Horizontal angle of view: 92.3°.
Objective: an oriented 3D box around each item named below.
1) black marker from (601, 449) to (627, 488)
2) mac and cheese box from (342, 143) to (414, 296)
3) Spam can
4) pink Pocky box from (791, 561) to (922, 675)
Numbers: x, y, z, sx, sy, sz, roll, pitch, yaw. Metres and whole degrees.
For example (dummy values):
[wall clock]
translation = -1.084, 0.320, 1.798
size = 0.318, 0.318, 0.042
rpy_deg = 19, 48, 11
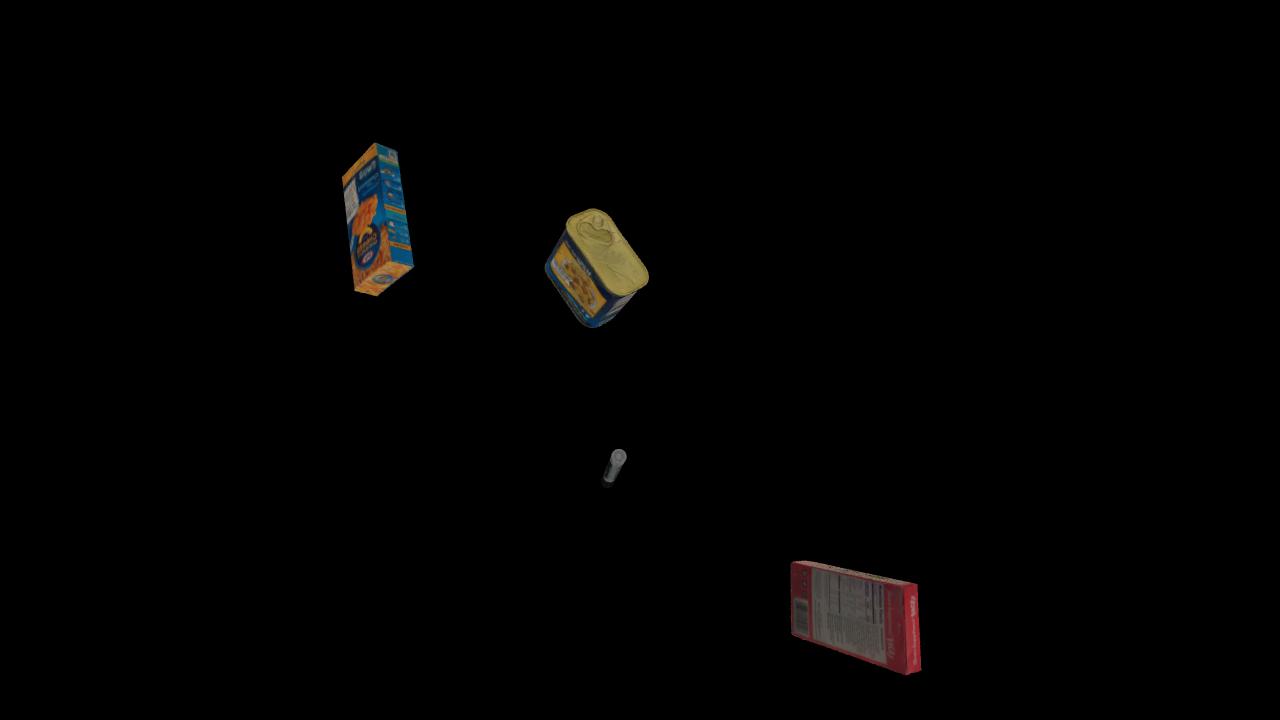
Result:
[black marker]
translation = -0.035, 0.143, 0.797
size = 0.020, 0.020, 0.121
rpy_deg = 0, -26, -11
[mac and cheese box]
translation = -0.360, -0.191, 0.840
size = 0.093, 0.184, 0.041
rpy_deg = -26, -21, 31
[Spam can]
translation = -0.050, -0.095, 0.661
size = 0.058, 0.101, 0.085
rpy_deg = -30, -7, -35
[pink Pocky box]
translation = 0.228, 0.272, 0.666
size = 0.029, 0.084, 0.155
rpy_deg = 6, -10, -30
